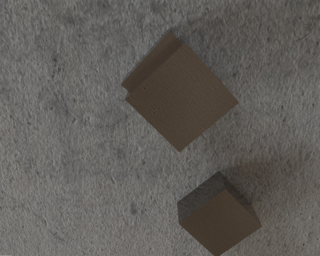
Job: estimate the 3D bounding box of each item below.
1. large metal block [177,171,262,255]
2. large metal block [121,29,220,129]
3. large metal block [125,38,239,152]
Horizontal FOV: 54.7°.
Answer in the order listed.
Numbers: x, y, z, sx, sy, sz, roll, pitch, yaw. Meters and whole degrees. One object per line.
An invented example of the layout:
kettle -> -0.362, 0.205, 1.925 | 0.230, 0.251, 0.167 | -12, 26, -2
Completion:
large metal block -> 0.082, 0.123, 0.443 | 0.080, 0.050, 0.080 | -41, 106, 13
large metal block -> 0.012, -0.060, 0.375 | 0.080, 0.050, 0.080 | 41, 105, -14
large metal block -> 0.022, -0.036, 0.330 | 0.080, 0.050, 0.080 | -42, 106, 13
